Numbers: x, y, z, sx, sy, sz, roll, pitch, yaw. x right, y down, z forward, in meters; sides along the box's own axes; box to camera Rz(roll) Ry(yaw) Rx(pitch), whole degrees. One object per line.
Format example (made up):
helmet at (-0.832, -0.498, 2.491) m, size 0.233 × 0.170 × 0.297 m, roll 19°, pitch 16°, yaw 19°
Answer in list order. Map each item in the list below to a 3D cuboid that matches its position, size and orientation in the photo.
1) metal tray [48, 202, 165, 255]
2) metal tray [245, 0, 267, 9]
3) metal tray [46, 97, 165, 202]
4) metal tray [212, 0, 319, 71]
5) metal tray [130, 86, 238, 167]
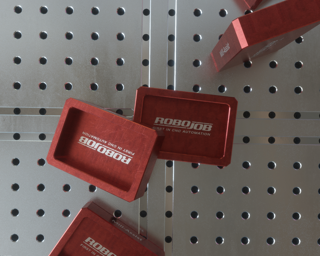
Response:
metal tray at (-0.069, 0.172, 0.410) m, size 0.130 × 0.030 × 0.090 m, roll 35°, pitch 90°, yaw 0°
metal tray at (0.125, -0.239, 0.411) m, size 0.090 × 0.030 × 0.130 m, roll -36°, pitch 90°, yaw 0°
metal tray at (-0.070, 0.025, 0.388) m, size 0.130 × 0.030 × 0.090 m, roll 21°, pitch 94°, yaw 17°
metal tray at (0.117, -0.106, 0.362) m, size 0.090 × 0.130 × 0.030 m, roll -20°, pitch 90°, yaw 0°
metal tray at (0.030, -0.002, 0.410) m, size 0.131 × 0.030 × 0.090 m, roll 7°, pitch 90°, yaw 0°
